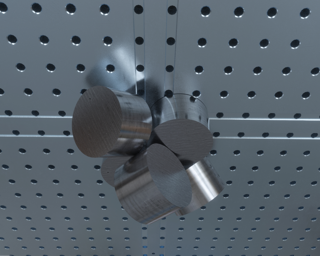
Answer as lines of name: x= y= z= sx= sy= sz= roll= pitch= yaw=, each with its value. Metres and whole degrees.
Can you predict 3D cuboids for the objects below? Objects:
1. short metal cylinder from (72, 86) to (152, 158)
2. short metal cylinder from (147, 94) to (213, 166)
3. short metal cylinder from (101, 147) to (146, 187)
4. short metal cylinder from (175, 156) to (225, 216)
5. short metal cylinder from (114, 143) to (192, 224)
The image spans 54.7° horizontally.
short metal cylinder: x=-0.056 y=-0.005 z=0.361 sx=0.080 sy=0.080 sz=0.050 roll=-38 pitch=155 yaw=27
short metal cylinder: x=0.025 y=0.003 z=0.398 sx=0.081 sy=0.050 sz=0.079 roll=0 pitch=130 yaw=0
short metal cylinder: x=-0.038 y=0.043 z=0.431 sx=0.081 sy=0.050 sz=0.079 roll=0 pitch=130 yaw=0
short metal cylinder: x=0.043 y=0.078 z=0.434 sx=0.080 sy=0.080 sz=0.050 roll=-33 pitch=88 yaw=24
short metal cylinder: x=-0.007 y=0.065 z=0.363 sx=0.050 sy=0.080 sz=0.080 roll=-34 pitch=123 yaw=25
